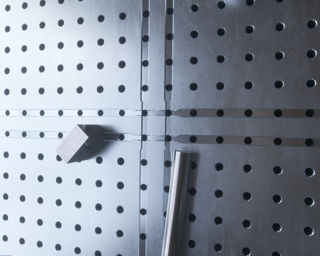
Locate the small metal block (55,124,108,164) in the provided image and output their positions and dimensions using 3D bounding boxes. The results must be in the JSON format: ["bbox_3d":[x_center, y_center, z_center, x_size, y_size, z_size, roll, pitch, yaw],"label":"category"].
[{"bbox_3d":[-0.110,0.021,0.437,0.025,0.050,0.050,45,104,14],"label":"small metal block"}]

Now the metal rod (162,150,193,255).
[{"bbox_3d":[0.014,0.178,0.407,0.025,0.025,0.298,7,92,19],"label":"metal rod"}]
